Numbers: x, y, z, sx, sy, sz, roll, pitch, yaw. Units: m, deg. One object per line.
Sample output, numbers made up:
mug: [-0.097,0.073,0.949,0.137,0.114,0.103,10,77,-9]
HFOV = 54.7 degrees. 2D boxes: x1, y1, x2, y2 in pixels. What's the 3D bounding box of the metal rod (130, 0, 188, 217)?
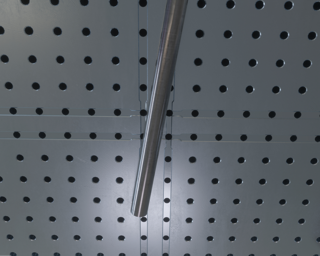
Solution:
metal rod: [-0.005,-0.013,0.408,0.025,0.025,0.298,9,110,-4]
